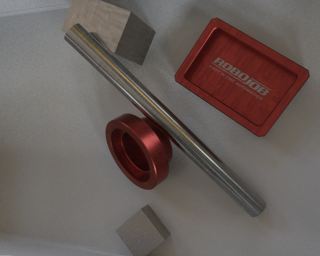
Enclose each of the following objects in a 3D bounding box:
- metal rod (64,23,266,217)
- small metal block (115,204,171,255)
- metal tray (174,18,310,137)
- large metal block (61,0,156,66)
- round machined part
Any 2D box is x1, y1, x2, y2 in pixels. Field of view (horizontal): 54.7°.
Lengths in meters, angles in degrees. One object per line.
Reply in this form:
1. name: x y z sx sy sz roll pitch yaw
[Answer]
1. metal rod: 0.009 -0.006 0.361 0.300 0.025 0.025 44 104 -4
2. small metal block: -0.023 0.141 0.418 0.050 0.025 0.050 -43 77 14
3. metal tray: 0.095 -0.061 0.374 0.130 0.030 0.090 37 101 16
4. large metal block: -0.063 -0.126 0.403 0.080 0.080 0.050 26 99 18
5. round machined part: -0.022 0.025 0.391 0.098 0.042 0.097 34 140 34
